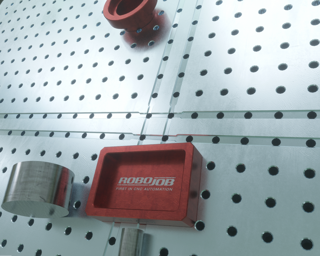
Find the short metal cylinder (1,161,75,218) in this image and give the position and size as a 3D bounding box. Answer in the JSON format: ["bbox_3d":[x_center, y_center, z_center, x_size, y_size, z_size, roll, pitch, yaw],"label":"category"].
[{"bbox_3d":[-0.156,0.082,0.402,0.080,0.080,0.050,-12,57,21],"label":"short metal cylinder"}]

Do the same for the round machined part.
[{"bbox_3d":[-0.048,-0.212,0.551,0.098,0.042,0.098,-13,56,20],"label":"round machined part"}]

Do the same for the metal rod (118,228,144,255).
[{"bbox_3d":[-0.046,0.246,0.279,0.025,0.025,0.299,-7,58,24],"label":"metal rod"}]

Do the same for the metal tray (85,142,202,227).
[{"bbox_3d":[-0.020,0.066,0.373,0.130,0.030,0.090,-5,60,25],"label":"metal tray"}]
